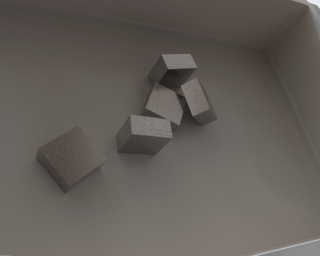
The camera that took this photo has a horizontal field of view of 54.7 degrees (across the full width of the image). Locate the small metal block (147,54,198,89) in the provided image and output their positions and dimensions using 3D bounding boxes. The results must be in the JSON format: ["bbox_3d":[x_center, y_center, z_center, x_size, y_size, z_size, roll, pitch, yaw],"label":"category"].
[{"bbox_3d":[0.017,-0.081,0.448,0.050,0.050,0.025,-10,67,-32],"label":"small metal block"}]

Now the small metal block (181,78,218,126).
[{"bbox_3d":[0.056,-0.036,0.440,0.050,0.025,0.050,35,33,-64],"label":"small metal block"}]

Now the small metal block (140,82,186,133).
[{"bbox_3d":[0.005,-0.028,0.425,0.050,0.025,0.050,27,52,-12],"label":"small metal block"}]

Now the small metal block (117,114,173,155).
[{"bbox_3d":[-0.020,0.010,0.373,0.050,0.050,0.025,7,59,-25],"label":"small metal block"}]

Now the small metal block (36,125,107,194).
[{"bbox_3d":[-0.095,0.033,0.334,0.050,0.025,0.050,49,51,6],"label":"small metal block"}]
